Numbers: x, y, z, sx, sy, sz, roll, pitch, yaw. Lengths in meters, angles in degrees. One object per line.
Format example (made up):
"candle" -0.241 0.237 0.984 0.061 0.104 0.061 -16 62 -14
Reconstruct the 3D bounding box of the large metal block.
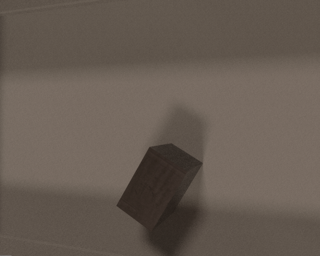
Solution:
"large metal block" 0.003 0.068 0.379 0.050 0.080 0.080 32 100 17
